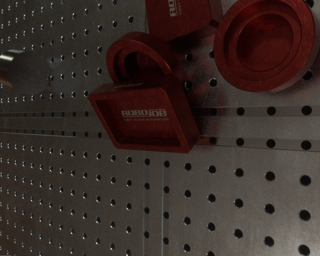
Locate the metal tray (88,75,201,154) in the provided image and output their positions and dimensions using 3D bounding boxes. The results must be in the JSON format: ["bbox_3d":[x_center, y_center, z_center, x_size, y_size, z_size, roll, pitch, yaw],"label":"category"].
[{"bbox_3d":[-0.022,-0.015,0.392,0.130,0.030,0.090,0,125,39],"label":"metal tray"}]

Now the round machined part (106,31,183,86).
[{"bbox_3d":[-0.015,-0.076,0.387,0.098,0.042,0.097,22,142,19],"label":"round machined part"}]

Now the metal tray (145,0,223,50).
[{"bbox_3d":[0.024,-0.171,0.385,0.090,0.030,0.129,-12,82,39],"label":"metal tray"}]

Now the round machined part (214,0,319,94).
[{"bbox_3d":[0.107,-0.083,0.309,0.098,0.042,0.097,0,90,39],"label":"round machined part"}]

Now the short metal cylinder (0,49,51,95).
[{"bbox_3d":[-0.255,-0.105,0.580,0.050,0.081,0.079,17,101,38],"label":"short metal cylinder"}]
